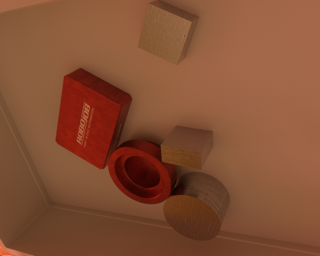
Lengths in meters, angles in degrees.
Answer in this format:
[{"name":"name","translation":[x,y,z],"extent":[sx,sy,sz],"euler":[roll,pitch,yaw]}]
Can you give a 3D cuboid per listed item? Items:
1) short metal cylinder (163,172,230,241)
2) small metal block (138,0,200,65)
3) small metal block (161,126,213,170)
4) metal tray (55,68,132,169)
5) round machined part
[{"name":"short metal cylinder","translation":[0.052,0.109,0.432],"extent":[0.080,0.050,0.079],"euler":[13,124,20]},{"name":"small metal block","translation":[0.008,-0.104,0.339],"extent":[0.050,0.025,0.050],"euler":[27,128,10]},{"name":"small metal block","translation":[0.035,0.023,0.387],"extent":[0.050,0.050,0.025],"euler":[9,122,23]},{"name":"metal tray","translation":[-0.100,-0.010,0.450],"extent":[0.090,0.030,0.129],"euler":[29,128,9]},{"name":"round machined part","translation":[-0.021,0.058,0.443],"extent":[0.098,0.042,0.097],"euler":[13,124,20]}]
